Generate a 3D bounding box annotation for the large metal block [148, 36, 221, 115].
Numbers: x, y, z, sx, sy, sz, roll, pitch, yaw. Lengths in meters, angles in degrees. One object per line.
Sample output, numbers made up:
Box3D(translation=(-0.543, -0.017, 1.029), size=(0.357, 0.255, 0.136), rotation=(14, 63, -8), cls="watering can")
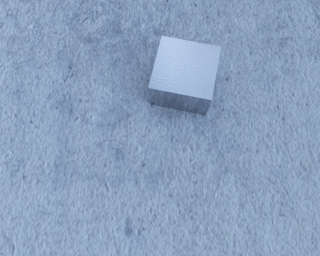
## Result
Box3D(translation=(0.033, -0.070, 0.421), size=(0.080, 0.050, 0.080), rotation=(12, 70, 4), cls="large metal block")
